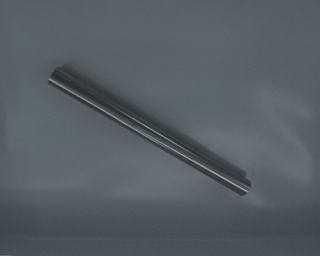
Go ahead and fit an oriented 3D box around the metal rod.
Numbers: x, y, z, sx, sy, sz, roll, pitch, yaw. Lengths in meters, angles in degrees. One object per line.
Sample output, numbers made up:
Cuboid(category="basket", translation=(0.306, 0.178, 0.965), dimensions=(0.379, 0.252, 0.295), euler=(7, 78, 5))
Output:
Cuboid(category="metal rod", translation=(-0.005, 0.010, 0.413), dimensions=(0.301, 0.025, 0.025), euler=(31, 107, -11))
